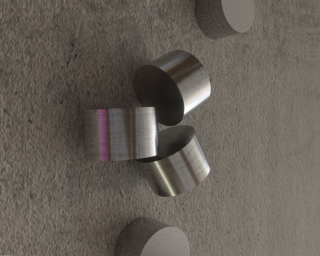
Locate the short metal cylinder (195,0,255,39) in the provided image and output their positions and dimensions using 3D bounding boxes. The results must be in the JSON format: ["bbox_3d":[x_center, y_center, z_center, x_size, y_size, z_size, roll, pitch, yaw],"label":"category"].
[{"bbox_3d":[0.099,-0.180,0.471,0.081,0.050,0.080,0,90,-40],"label":"short metal cylinder"}]

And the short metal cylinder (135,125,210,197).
[{"bbox_3d":[0.015,0.039,0.382,0.080,0.080,0.050,-40,115,-33],"label":"short metal cylinder"}]

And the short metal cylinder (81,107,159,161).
[{"bbox_3d":[-0.042,0.004,0.334,0.081,0.080,0.050,-5,94,-40],"label":"short metal cylinder"}]

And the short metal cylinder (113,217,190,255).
[{"bbox_3d":[-0.009,0.156,0.381,0.081,0.050,0.080,0,90,-40],"label":"short metal cylinder"}]

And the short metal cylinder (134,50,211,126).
[{"bbox_3d":[0.014,-0.049,0.381,0.050,0.080,0.080,-36,113,-34],"label":"short metal cylinder"}]
